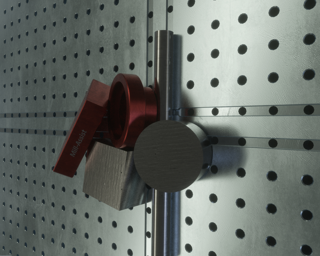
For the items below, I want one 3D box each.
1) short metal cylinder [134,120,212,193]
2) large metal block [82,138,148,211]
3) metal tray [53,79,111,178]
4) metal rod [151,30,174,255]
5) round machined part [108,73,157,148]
[{"bbox_3d":[0.016,0.031,0.363,0.080,0.050,0.079,0,90,20],"label":"short metal cylinder"},{"bbox_3d":[-0.062,0.062,0.444,0.080,0.050,0.079,14,99,39],"label":"large metal block"},{"bbox_3d":[-0.118,0.000,0.471,0.129,0.030,0.090,-59,18,23],"label":"metal tray"},{"bbox_3d":[0.003,0.024,0.408,0.025,0.025,0.298,1,91,40],"label":"metal rod"},{"bbox_3d":[-0.036,-0.022,0.412,0.098,0.042,0.097,-178,90,-65],"label":"round machined part"}]
